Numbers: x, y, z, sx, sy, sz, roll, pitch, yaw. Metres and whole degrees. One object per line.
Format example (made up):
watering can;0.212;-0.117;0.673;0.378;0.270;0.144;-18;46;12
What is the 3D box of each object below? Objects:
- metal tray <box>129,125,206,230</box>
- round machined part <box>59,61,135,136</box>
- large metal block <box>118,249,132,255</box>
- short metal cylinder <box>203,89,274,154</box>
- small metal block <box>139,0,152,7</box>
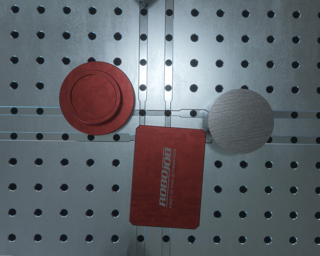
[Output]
metal tray;0.010;0.063;0.411;0.091;0.030;0.129;4;90;-1
round machined part;-0.082;-0.039;0.404;0.099;0.042;0.097;0;90;-1
large metal block;-0.043;0.214;0.386;0.050;0.080;0.080;-34;90;0
short metal cylinder;0.099;-0.008;0.402;0.081;0.050;0.079;0;90;0
small metal block;-0.011;-0.193;0.401;0.050;0.050;0.025;-42;90;0
